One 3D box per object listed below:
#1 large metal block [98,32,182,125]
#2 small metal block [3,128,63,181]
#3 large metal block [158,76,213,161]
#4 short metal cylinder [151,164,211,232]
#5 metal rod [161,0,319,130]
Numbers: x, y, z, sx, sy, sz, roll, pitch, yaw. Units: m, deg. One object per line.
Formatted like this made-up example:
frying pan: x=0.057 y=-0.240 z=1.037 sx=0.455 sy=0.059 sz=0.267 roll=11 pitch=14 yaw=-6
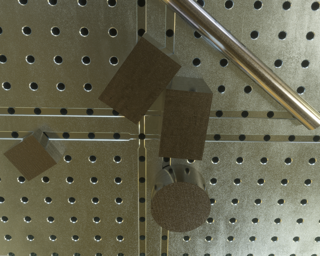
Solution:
large metal block: x=-0.022 y=-0.061 z=0.361 sx=0.050 sy=0.080 sz=0.080 roll=35 pitch=106 yaw=-12
small metal block: x=-0.173 y=0.037 z=0.425 sx=0.050 sy=0.025 sz=0.050 roll=-31 pitch=108 yaw=10
large metal block: x=0.027 y=-0.016 z=0.379 sx=0.050 sy=0.080 sz=0.079 roll=5 pitch=110 yaw=-2
short metal cylinder: x=0.028 y=0.098 z=0.437 sx=0.081 sy=0.050 sz=0.079 roll=0 pitch=110 yaw=-1
metal rod: x=0.091 y=-0.095 z=0.379 sx=0.301 sy=0.025 sz=0.025 roll=37 pitch=106 yaw=-13
